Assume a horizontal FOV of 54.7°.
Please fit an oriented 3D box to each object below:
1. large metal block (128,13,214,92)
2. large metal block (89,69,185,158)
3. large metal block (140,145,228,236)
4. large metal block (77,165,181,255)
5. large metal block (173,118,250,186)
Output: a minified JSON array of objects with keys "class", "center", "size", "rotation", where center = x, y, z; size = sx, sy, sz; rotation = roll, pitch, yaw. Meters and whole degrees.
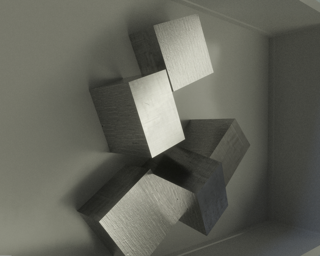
[{"class":"large metal block","center":[0.017,-0.097,0.406],"size":[0.081,0.050,0.080],"rotation":[-29,109,-36]},{"class":"large metal block","center":[-0.027,-0.016,0.350],"size":[0.050,0.080,0.080],"rotation":[-27,107,-37]},{"class":"large metal block","center":[0.032,0.073,0.378],"size":[0.050,0.080,0.080],"rotation":[-44,136,-31]},{"class":"large metal block","center":[-0.034,0.102,0.364],"size":[0.080,0.050,0.080],"rotation":[-44,117,-31]},{"class":"large metal block","center":[0.063,0.033,0.426],"size":[0.080,0.080,0.050],"rotation":[-51,121,-28]}]
